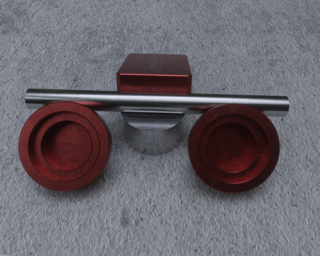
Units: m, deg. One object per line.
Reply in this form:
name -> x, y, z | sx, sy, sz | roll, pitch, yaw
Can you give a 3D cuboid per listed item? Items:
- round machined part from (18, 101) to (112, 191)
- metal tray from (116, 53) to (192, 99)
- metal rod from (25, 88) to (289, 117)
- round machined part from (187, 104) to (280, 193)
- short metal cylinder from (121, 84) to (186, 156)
round machined part -> -0.104, 0.020, 0.355 | 0.099, 0.042, 0.097 | 0, 88, -1
metal tray -> -0.005, -0.076, 0.430 | 0.091, 0.030, 0.130 | 2, 24, 1
metal rod -> -0.004, -0.030, 0.366 | 0.302, 0.025, 0.025 | 2, 50, 1
round machined part -> 0.080, 0.021, 0.354 | 0.099, 0.042, 0.097 | 0, 93, 0
short metal cylinder -> -0.008, -0.011, 0.398 | 0.081, 0.050, 0.080 | 0, 50, 0
